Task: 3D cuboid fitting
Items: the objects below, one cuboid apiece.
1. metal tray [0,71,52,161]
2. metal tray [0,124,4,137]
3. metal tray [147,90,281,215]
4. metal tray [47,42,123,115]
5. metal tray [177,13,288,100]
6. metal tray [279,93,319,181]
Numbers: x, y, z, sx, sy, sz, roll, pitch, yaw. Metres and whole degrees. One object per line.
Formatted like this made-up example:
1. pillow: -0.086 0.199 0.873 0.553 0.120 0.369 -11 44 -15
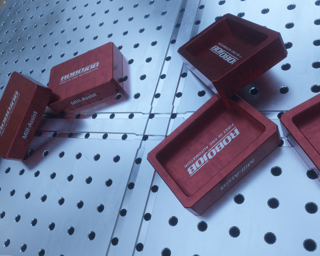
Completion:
1. metal tray: -0.239 -0.021 0.521 0.090 0.030 0.129 28 94 37
2. metal tray: -0.361 0.032 0.577 0.130 0.030 0.090 -4 60 26
3. metal tray: 0.059 0.024 0.359 0.130 0.030 0.090 -42 51 -1
4. metal tray: -0.128 -0.084 0.525 0.130 0.030 0.090 -18 55 17
5. metal tray: 0.085 -0.097 0.396 0.090 0.030 0.130 -36 33 4
6. metal tray: 0.189 0.019 0.293 0.090 0.030 0.130 -30 52 8
